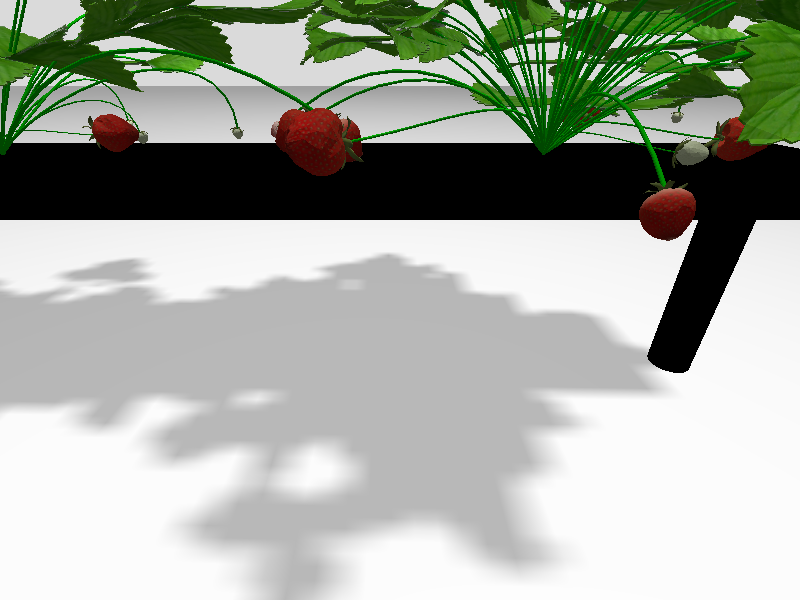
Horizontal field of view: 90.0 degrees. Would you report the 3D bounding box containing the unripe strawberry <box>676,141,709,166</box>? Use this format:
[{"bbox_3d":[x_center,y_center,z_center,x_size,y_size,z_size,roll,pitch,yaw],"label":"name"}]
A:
[{"bbox_3d":[0.208,-0.104,0.285,0.019,0.017,0.019,16,33,26],"label":"unripe strawberry"}]

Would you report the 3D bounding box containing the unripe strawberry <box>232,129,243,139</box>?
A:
[{"bbox_3d":[-0.157,-0.161,0.388,0.010,0.010,0.011,-11,31,-18],"label":"unripe strawberry"}]

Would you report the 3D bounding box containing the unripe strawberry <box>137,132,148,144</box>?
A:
[{"bbox_3d":[-0.222,-0.139,0.344,0.010,0.010,0.009,-5,30,-9],"label":"unripe strawberry"}]

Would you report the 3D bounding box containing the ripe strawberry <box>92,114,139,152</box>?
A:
[{"bbox_3d":[-0.235,-0.138,0.332,0.030,0.029,0.033,-2,30,-4],"label":"ripe strawberry"}]

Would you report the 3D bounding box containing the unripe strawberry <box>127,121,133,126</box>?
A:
[{"bbox_3d":[-0.315,-0.203,0.465,0.009,0.010,0.010,3,30,5],"label":"unripe strawberry"}]

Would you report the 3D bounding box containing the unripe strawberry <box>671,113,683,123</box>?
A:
[{"bbox_3d":[0.296,-0.195,0.428,0.010,0.010,0.011,-18,34,-29],"label":"unripe strawberry"}]

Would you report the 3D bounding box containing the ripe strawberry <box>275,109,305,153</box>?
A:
[{"bbox_3d":[-0.085,-0.134,0.326,0.035,0.035,0.033,-31,25,16],"label":"ripe strawberry"}]

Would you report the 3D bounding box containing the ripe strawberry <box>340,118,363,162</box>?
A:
[{"bbox_3d":[-0.042,-0.120,0.306,0.030,0.031,0.029,-33,21,22],"label":"ripe strawberry"}]

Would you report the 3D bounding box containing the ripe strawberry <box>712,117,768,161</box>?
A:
[{"bbox_3d":[0.254,-0.119,0.296,0.031,0.031,0.035,7,30,12],"label":"ripe strawberry"}]

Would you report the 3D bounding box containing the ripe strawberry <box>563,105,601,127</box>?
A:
[{"bbox_3d":[0.217,-0.225,0.476,0.043,0.037,0.043,15,32,25],"label":"ripe strawberry"}]

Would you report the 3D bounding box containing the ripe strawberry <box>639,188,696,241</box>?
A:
[{"bbox_3d":[0.108,-0.034,0.161,0.019,0.020,0.020,2,-13,3],"label":"ripe strawberry"}]

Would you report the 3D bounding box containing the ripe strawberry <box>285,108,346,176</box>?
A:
[{"bbox_3d":[-0.054,-0.099,0.253,0.038,0.040,0.035,-14,32,-21],"label":"ripe strawberry"}]

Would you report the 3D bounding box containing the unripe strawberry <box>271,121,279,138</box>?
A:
[{"bbox_3d":[-0.122,-0.170,0.402,0.016,0.016,0.014,-23,18,30],"label":"unripe strawberry"}]
